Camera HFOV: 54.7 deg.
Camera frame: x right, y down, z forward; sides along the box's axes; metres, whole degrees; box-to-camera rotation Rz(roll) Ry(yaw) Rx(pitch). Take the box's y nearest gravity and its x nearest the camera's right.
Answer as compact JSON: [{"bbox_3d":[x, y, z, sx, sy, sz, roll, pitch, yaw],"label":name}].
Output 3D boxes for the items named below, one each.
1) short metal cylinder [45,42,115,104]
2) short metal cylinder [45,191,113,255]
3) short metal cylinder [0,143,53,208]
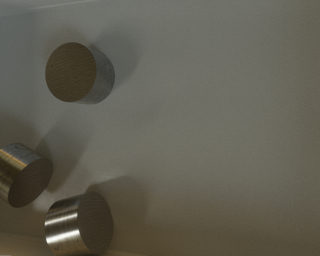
[{"bbox_3d":[-0.111,-0.074,0.435,0.080,0.050,0.079,0,90,19],"label":"short metal cylinder"},{"bbox_3d":[-0.106,0.131,0.417,0.050,0.080,0.080,-18,84,19],"label":"short metal cylinder"},{"bbox_3d":[-0.205,0.068,0.452,0.050,0.080,0.080,26,99,18],"label":"short metal cylinder"}]
